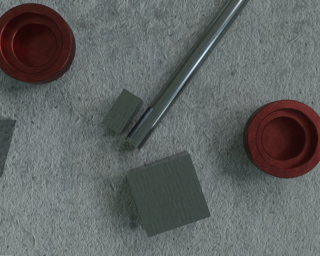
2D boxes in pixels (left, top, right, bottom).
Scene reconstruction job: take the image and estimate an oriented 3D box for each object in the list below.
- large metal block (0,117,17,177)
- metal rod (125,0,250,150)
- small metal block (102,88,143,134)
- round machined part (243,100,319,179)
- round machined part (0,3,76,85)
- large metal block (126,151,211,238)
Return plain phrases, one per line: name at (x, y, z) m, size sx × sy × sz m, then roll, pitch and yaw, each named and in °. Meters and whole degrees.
large metal block at (-0.244, 0.018, 0.395) m, size 0.080 × 0.050 × 0.080 m, roll 15°, pitch 90°, yaw 0°
metal rod at (0.052, -0.099, 0.410) m, size 0.025 × 0.025 × 0.299 m, roll 36°, pitch 90°, yaw 0°
small metal block at (-0.046, -0.020, 0.397) m, size 0.025 × 0.050 × 0.050 m, roll 32°, pitch 90°, yaw 0°
round machined part at (0.157, 0.014, 0.403) m, size 0.099 × 0.042 × 0.097 m, roll 0°, pitch 90°, yaw 0°
round machined part at (-0.158, -0.105, 0.400) m, size 0.099 × 0.042 × 0.097 m, roll 0°, pitch 90°, yaw 0°
large metal block at (0.011, 0.081, 0.398) m, size 0.080 × 0.050 × 0.080 m, roll -19°, pitch 90°, yaw 0°
